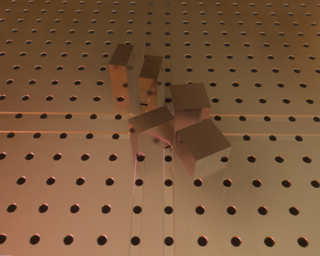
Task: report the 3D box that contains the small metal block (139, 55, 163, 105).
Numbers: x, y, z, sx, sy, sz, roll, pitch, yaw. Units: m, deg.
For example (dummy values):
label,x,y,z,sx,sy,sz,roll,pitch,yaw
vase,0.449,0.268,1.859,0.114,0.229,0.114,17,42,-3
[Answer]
label,x,y,z,sx,sy,sz,roll,pitch,yaw
small metal block,-0.012,-0.069,0.450,0.025,0.050,0.050,8,51,6

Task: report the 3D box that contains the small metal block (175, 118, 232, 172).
label,x,y,z,sx,sy,sz,roll,pitch,yaw
small metal block,0.054,0.021,0.391,0.050,0.025,0.050,-20,53,-17

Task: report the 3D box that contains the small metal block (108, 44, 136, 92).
label,x,y,z,sx,sy,sz,roll,pitch,yaw
small metal block,-0.055,-0.090,0.467,0.025,0.050,0.050,8,51,7

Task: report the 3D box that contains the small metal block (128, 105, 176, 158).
label,x,y,z,sx,sy,sz,roll,pitch,yaw
small metal block,-0.010,0.005,0.387,0.050,0.050,0.025,-22,54,-17

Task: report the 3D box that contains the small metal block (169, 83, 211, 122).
label,x,y,z,sx,sy,sz,roll,pitch,yaw
small metal block,0.041,-0.037,0.439,0.050,0.025,0.050,-5,50,-5
